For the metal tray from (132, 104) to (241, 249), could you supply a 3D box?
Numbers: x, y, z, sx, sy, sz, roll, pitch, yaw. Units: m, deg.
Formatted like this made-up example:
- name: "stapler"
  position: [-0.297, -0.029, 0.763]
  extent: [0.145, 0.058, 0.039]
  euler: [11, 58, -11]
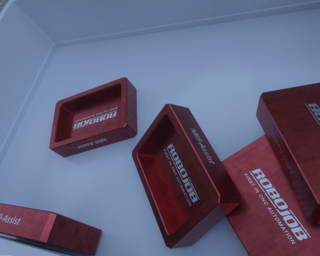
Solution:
- name: "metal tray"
  position: [0.020, 0.048, 0.335]
  extent: [0.089, 0.030, 0.130]
  euler: [-54, 44, 31]

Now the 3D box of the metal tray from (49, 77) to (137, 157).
- name: "metal tray"
  position: [-0.099, -0.015, 0.464]
  extent: [0.130, 0.030, 0.090]
  euler: [-16, 55, 18]

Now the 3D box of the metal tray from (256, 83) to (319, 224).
- name: "metal tray"
  position: [0.156, 0.014, 0.285]
  extent: [0.091, 0.030, 0.130]
  euler: [-10, 49, -2]

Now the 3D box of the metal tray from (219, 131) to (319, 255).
- name: "metal tray"
  position: [0.112, 0.076, 0.297]
  extent: [0.090, 0.030, 0.130]
  euler: [-33, 51, 6]

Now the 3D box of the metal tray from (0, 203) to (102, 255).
- name: "metal tray"
  position: [-0.148, 0.118, 0.369]
  extent: [0.130, 0.090, 0.030]
  euler: [0, 62, 28]
